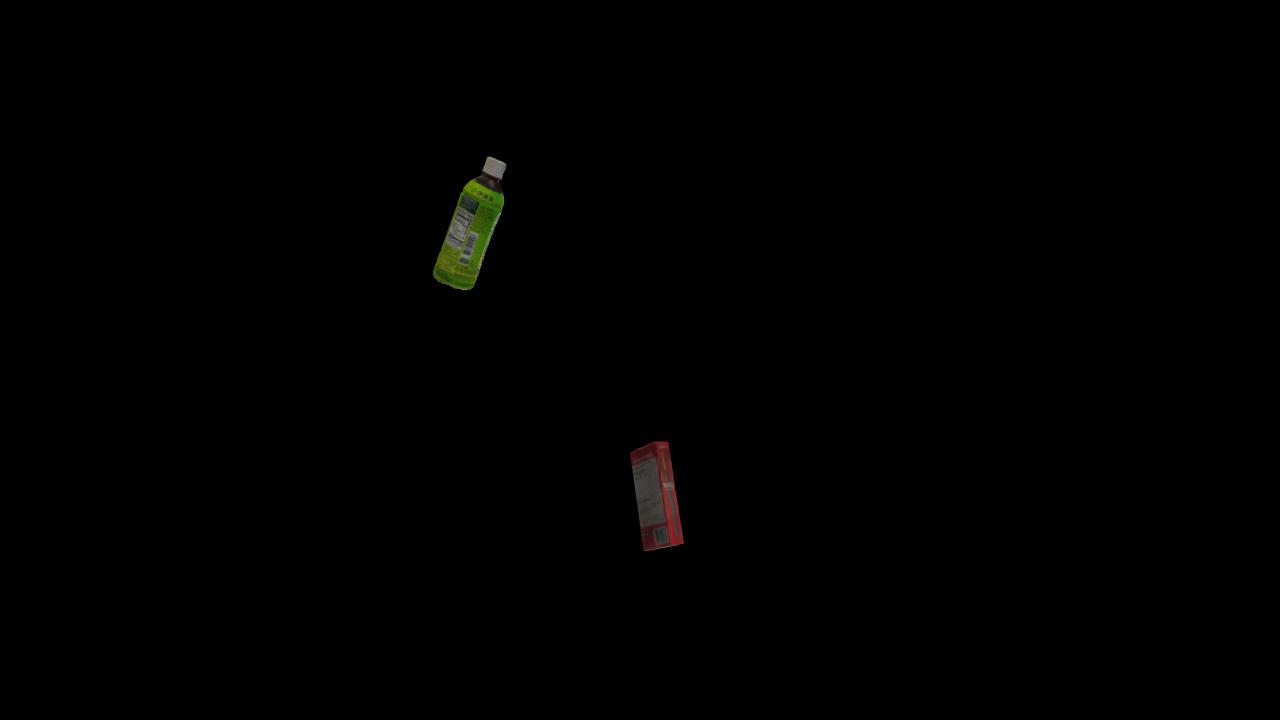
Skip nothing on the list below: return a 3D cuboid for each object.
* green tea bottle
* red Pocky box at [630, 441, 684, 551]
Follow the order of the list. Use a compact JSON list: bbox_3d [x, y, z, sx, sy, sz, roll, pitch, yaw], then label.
[{"bbox_3d":[-0.264,-0.218,0.982,0.073,0.212,0.073,25,17,-8],"label":"green tea bottle"},{"bbox_3d":[0.025,0.208,0.941,0.028,0.155,0.083,2,-21,-30],"label":"red Pocky box"}]
